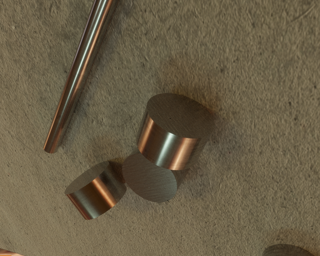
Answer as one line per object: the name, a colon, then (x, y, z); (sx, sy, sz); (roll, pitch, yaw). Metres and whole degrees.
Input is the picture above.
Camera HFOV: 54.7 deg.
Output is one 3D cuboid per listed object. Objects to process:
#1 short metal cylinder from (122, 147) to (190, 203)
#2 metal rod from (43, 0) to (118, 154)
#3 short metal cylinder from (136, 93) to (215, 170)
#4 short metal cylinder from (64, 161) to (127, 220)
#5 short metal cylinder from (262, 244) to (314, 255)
short metal cylinder: (-0.004, 0.055, 0.427); (0.080, 0.050, 0.079); (13, 124, 21)
metal rod: (-0.118, -0.062, 0.430); (0.025, 0.025, 0.298); (37, 129, 3)
short metal cylinder: (0.017, 0.003, 0.364); (0.080, 0.080, 0.050); (28, 128, 10)
short metal cylinder: (-0.100, 0.096, 0.483); (0.080, 0.080, 0.050); (-22, 106, 36)
short metal cylinder: (0.178, 0.208, 0.426); (0.080, 0.050, 0.079); (13, 124, 21)
